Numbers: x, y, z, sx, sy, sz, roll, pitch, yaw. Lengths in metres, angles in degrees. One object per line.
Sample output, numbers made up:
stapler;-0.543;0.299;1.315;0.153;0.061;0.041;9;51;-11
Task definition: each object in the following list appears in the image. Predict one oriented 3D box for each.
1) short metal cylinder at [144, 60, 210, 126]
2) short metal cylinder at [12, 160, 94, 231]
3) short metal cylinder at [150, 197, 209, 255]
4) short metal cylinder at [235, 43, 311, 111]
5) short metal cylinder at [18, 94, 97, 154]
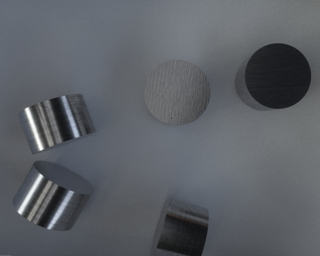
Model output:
short metal cylinder;0.021;-0.043;0.399;0.081;0.050;0.080;0;90;0
short metal cylinder;-0.130;0.082;0.383;0.080;0.080;0.050;30;90;0
short metal cylinder;0.023;0.131;0.384;0.050;0.080;0.080;17;90;0
short metal cylinder;0.143;-0.063;0.400;0.081;0.050;0.080;0;90;0
short metal cylinder;-0.125;-0.005;0.383;0.080;0.080;0.050;-20;90;0
